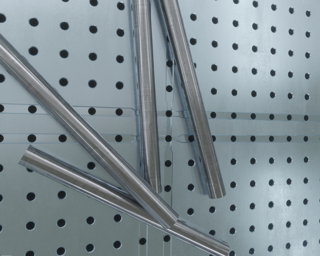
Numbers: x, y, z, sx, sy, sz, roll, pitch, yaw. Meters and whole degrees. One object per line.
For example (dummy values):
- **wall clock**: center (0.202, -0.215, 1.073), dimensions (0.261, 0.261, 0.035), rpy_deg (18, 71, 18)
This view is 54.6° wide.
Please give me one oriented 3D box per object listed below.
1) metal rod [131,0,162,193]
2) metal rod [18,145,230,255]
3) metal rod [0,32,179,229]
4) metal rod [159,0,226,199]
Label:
- **metal rod**: center (-0.019, -0.064, 0.405), dimensions (0.025, 0.025, 0.298), rpy_deg (-4, 92, -20)
- **metal rod**: center (-0.032, 0.103, 0.400), dimensions (0.301, 0.025, 0.025), rpy_deg (31, 80, -18)
- **metal rod**: center (-0.087, 0.009, 0.367), dimensions (0.025, 0.025, 0.300), rpy_deg (-45, 99, -14)
- **metal rod**: center (0.044, -0.047, 0.428), dimensions (0.025, 0.025, 0.299), rpy_deg (-17, 96, -19)
